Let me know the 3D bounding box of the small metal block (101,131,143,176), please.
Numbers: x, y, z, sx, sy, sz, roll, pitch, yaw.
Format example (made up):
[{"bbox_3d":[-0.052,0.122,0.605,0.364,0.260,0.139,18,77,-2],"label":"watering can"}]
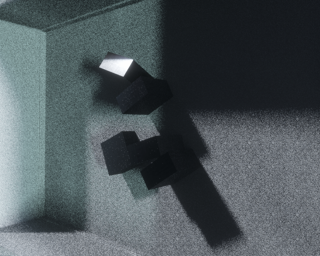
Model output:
[{"bbox_3d":[-0.055,0.037,0.450,0.050,0.025,0.050,-28,73,36],"label":"small metal block"}]

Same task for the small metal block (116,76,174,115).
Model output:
[{"bbox_3d":[-0.020,-0.041,0.405,0.050,0.050,0.025,-35,69,34],"label":"small metal block"}]

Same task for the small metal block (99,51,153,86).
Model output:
[{"bbox_3d":[-0.045,-0.075,0.422,0.050,0.050,0.025,26,85,37],"label":"small metal block"}]

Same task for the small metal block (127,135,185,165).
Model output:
[{"bbox_3d":[-0.004,0.028,0.392,0.050,0.050,0.025,-20,77,38],"label":"small metal block"}]

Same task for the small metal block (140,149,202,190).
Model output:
[{"bbox_3d":[0.013,0.050,0.378,0.050,0.050,0.025,-39,67,33],"label":"small metal block"}]
